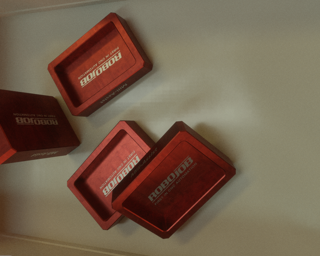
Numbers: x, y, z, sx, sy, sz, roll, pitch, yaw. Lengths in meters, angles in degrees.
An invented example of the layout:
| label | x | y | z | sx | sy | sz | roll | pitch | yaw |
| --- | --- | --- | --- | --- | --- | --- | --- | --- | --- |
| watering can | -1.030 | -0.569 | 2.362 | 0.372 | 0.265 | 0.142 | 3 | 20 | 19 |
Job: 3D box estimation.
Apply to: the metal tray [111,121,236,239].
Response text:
| label | x | y | z | sx | sy | sz | roll | pitch | yaw |
| --- | --- | --- | --- | --- | --- | --- | --- | --- | --- |
| metal tray | 0.015 | 0.066 | 0.378 | 0.090 | 0.030 | 0.130 | 37 | 104 | -19 |

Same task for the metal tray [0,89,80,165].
| label | x | y | z | sx | sy | sz | roll | pitch | yaw |
| --- | --- | --- | --- | --- | --- | --- | --- | --- | --- |
| metal tray | -0.175 | -0.003 | 0.416 | 0.030 | 0.130 | 0.090 | -35 | 79 | 17 |

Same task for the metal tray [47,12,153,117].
| label | x | y | z | sx | sy | sz | roll | pitch | yaw |
| --- | --- | --- | --- | --- | --- | --- | --- | --- | --- |
| metal tray | -0.087 | -0.086 | 0.438 | 0.130 | 0.030 | 0.090 | -33 | 79 | 16 |

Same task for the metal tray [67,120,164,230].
| label | x | y | z | sx | sy | sz | roll | pitch | yaw |
| --- | --- | --- | --- | --- | --- | --- | --- | --- | --- |
| metal tray | -0.057 | 0.064 | 0.427 | 0.090 | 0.030 | 0.130 | 46 | 104 | 14 |
